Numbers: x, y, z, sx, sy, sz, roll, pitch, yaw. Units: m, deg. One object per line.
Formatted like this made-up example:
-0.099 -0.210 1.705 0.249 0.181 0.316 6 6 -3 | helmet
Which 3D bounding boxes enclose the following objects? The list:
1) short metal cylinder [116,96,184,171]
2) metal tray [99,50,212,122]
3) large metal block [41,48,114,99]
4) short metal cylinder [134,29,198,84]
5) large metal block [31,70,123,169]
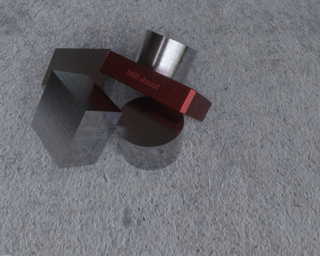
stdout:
-0.012 0.006 0.384 0.081 0.050 0.080 0 50 0 | short metal cylinder
-0.004 -0.054 0.409 0.130 0.090 0.030 29 96 22 | metal tray
-0.112 -0.069 0.443 0.080 0.050 0.080 1 50 0 | large metal block
0.008 -0.103 0.450 0.080 0.050 0.080 22 14 -5 | short metal cylinder
-0.102 -0.011 0.368 0.050 0.080 0.080 0 38 -50 | large metal block
